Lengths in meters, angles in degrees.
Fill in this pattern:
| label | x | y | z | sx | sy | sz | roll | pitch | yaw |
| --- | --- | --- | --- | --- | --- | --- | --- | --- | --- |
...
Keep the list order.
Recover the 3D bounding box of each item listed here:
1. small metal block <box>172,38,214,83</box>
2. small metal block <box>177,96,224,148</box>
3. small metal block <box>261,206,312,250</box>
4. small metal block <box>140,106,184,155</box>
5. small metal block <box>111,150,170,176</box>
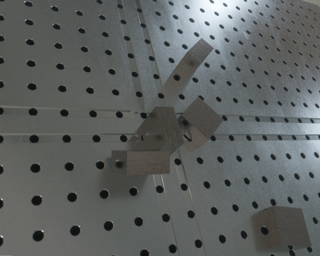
| label | x | y | z | sx | sy | sz | roll | pitch | yaw |
| --- | --- | --- | --- | --- | --- | --- | --- | --- | --- |
| small metal block | 0.051 | -0.105 | 0.483 | 0.025 | 0.050 | 0.050 | 41 | 51 | -1 |
| small metal block | 0.055 | -0.009 | 0.443 | 0.050 | 0.025 | 0.050 | 43 | 51 | 1 |
| small metal block | 0.169 | 0.134 | 0.416 | 0.050 | 0.025 | 0.050 | 11 | 57 | -22 |
| small metal block | 0.001 | 0.008 | 0.388 | 0.025 | 0.050 | 0.050 | -1 | 62 | -29 |
| small metal block | -0.023 | 0.038 | 0.352 | 0.050 | 0.050 | 0.025 | 2 | 87 | -27 |
